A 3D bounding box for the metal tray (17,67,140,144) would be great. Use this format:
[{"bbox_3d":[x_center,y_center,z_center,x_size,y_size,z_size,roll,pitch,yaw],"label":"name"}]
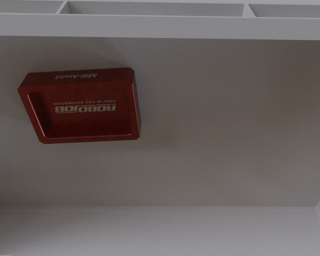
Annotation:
[{"bbox_3d":[-0.093,-0.025,0.383,0.131,0.030,0.090,-3,130,2],"label":"metal tray"}]
